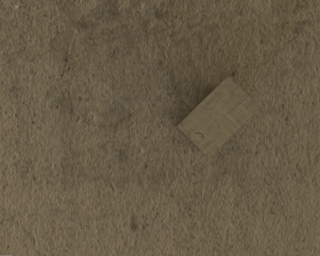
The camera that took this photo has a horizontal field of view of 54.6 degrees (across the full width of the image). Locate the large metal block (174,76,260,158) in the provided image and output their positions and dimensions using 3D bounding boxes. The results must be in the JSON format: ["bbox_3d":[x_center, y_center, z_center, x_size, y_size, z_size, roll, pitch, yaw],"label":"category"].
[{"bbox_3d":[0.065,-0.013,0.383,0.080,0.080,0.050,-45,90,0],"label":"large metal block"}]
